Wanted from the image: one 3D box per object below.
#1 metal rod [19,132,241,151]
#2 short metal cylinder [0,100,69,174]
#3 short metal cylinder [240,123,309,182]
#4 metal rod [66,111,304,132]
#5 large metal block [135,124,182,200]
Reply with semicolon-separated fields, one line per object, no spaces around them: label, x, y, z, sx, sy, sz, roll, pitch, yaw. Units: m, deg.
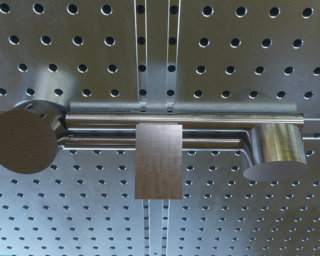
metal rod;-0.043;0.018;0.426;0.302;0.025;0.025;0;130;-1
short metal cylinder;-0.160;0.010;0.383;0.081;0.050;0.079;0;107;-1
short metal cylinder;0.148;0.034;0.408;0.081;0.050;0.080;0;152;0
metal rod;0.032;-0.008;0.404;0.302;0.025;0.025;1;130;-1
large metal block;-0.002;0.041;0.371;0.050;0.080;0.080;1;172;-1
